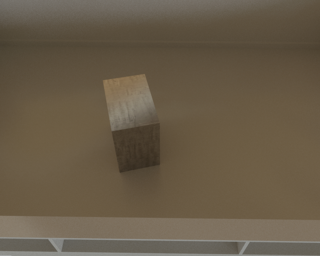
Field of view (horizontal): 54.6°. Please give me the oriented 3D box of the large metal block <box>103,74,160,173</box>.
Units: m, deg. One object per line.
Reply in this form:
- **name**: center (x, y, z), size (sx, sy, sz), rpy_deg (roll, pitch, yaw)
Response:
- **large metal block**: center (-0.034, -0.005, 0.374), size (0.050, 0.080, 0.080), rpy_deg (-10, 51, -8)
